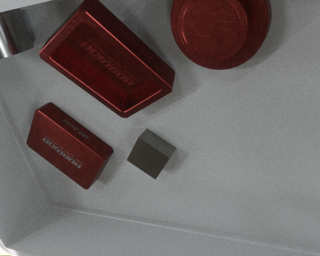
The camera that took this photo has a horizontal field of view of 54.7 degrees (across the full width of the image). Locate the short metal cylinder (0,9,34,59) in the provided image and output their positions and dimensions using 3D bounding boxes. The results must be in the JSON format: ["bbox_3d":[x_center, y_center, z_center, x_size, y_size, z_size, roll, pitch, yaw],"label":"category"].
[{"bbox_3d":[-0.217,-0.122,0.410,0.080,0.080,0.050,0,119,28],"label":"short metal cylinder"}]

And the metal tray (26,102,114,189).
[{"bbox_3d":[-0.148,0.031,0.500,0.130,0.030,0.089,36,129,3],"label":"metal tray"}]

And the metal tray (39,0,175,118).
[{"bbox_3d":[-0.058,-0.072,0.357,0.090,0.030,0.130,-27,128,37],"label":"metal tray"}]

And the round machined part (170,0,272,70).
[{"bbox_3d":[0.055,-0.103,0.304,0.098,0.042,0.097,13,124,20],"label":"round machined part"}]

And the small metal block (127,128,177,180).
[{"bbox_3d":[-0.012,0.037,0.437,0.050,0.025,0.050,34,129,5],"label":"small metal block"}]
